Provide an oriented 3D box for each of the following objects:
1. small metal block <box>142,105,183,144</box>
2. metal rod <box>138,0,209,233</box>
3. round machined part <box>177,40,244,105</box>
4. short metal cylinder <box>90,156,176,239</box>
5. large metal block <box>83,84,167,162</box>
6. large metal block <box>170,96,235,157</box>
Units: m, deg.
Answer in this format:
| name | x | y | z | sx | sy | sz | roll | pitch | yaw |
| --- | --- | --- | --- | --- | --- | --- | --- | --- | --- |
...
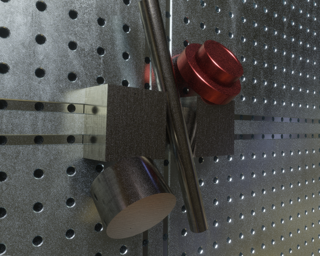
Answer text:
| name | x | y | z | sx | sy | sz | roll | pitch | yaw |
| --- | --- | --- | --- | --- | --- | --- | --- | --- | --- |
| small metal block | 0.003 | -0.004 | 0.413 | 0.050 | 0.025 | 0.050 | 1 | 90 | -40 |
| metal rod | 0.020 | -0.007 | 0.392 | 0.025 | 0.025 | 0.298 | -22 | 104 | -38 |
| round machined part | 0.076 | -0.083 | 0.430 | 0.099 | 0.042 | 0.098 | 23 | 43 | -23 |
| short metal cylinder | -0.030 | 0.077 | 0.341 | 0.081 | 0.050 | 0.080 | -21 | 143 | -17 |
| large metal block | -0.040 | -0.004 | 0.360 | 0.081 | 0.050 | 0.080 | 3 | 89 | -40 |
| large metal block | 0.062 | -0.001 | 0.446 | 0.081 | 0.050 | 0.080 | 1 | 89 | -40 |
